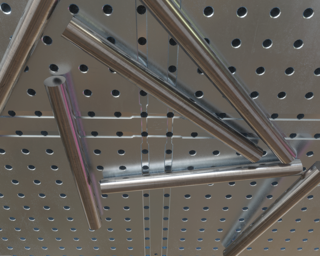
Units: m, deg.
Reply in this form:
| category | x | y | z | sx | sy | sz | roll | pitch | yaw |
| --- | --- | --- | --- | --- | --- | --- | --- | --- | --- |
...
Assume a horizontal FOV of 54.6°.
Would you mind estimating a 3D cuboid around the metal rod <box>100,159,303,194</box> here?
| category | x | y | z | sx | sy | sz | roll | pitch | yaw |
| --- | --- | --- | --- | --- | --- | --- | --- | --- | --- |
| metal rod | 0.059 | 0.075 | 0.475 | 0.301 | 0.025 | 0.025 | -6 | 130 | 5 |

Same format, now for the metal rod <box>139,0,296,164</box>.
| category | x | y | z | sx | sy | sz | roll | pitch | yaw |
| --- | --- | --- | --- | --- | --- | --- | --- | --- | --- |
| metal rod | 0.086 | -0.046 | 0.372 | 0.025 | 0.025 | 0.300 | -33 | 123 | 25 |

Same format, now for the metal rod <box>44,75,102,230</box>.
| category | x | y | z | sx | sy | sz | roll | pitch | yaw |
| --- | --- | --- | --- | --- | --- | --- | --- | --- | --- |
| metal rod | -0.120 | 0.058 | 0.459 | 0.025 | 0.025 | 0.298 | -1 | 130 | 1 |

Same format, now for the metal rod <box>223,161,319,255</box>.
| category | x | y | z | sx | sy | sz | roll | pitch | yaw |
| --- | --- | --- | --- | --- | --- | --- | --- | --- | --- |
| metal rod | 0.184 | 0.157 | 0.531 | 0.025 | 0.025 | 0.298 | 13 | 133 | -11 |

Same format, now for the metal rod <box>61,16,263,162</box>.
| category | x | y | z | sx | sy | sz | roll | pitch | yaw |
| --- | --- | --- | --- | --- | --- | --- | --- | --- | --- |
| metal rod | 0.021 | -0.034 | 0.382 | 0.301 | 0.025 | 0.025 | 32 | 123 | -24 |

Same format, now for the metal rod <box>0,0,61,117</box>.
| category | x | y | z | sx | sy | sz | roll | pitch | yaw |
| --- | --- | --- | --- | --- | --- | --- | --- | --- | --- |
| metal rod | -0.165 | -0.071 | 0.349 | 0.025 | 0.025 | 0.299 | 29 | 124 | -23 |
